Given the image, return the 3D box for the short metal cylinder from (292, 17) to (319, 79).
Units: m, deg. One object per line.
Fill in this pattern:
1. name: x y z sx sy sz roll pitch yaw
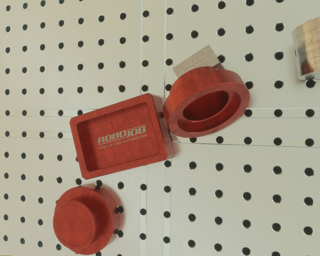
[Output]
1. short metal cylinder: 0.183 -0.083 0.319 0.080 0.080 0.050 -8 88 19

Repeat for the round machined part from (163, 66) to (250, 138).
1. round machined part: 0.050 -0.033 0.360 0.098 0.098 0.042 -31 57 17

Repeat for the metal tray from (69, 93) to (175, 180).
1. metal tray: -0.054 0.013 0.427 0.130 0.030 0.090 -16 85 18

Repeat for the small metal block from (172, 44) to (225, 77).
1. small metal block: 0.050 -0.072 0.381 0.050 0.050 0.025 -31 79 17

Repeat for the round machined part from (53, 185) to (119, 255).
1. round machined part: -0.111 0.133 0.441 0.098 0.042 0.097 0 90 19
